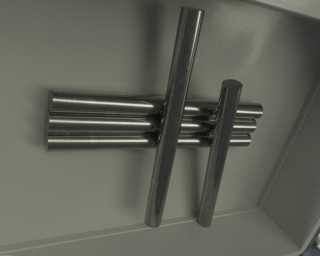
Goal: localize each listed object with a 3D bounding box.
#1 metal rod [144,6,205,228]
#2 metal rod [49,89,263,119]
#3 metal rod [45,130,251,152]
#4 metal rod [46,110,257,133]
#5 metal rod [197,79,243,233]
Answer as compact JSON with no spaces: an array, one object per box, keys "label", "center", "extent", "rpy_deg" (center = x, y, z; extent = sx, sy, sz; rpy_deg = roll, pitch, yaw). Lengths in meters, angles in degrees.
[{"label":"metal rod","center":[0.012,0.007,0.387],"extent":[0.025,0.025,0.298],"rpy_deg":[-5,121,-26]},{"label":"metal rod","center":[0.017,-0.028,0.401],"extent":[0.303,0.025,0.025],"rpy_deg":[1,118,-29]},{"label":"metal rod","center":[0.004,0.016,0.421],"extent":[0.303,0.025,0.025],"rpy_deg":[1,118,-29]},{"label":"metal rod","center":[0.010,-0.006,0.410],"extent":[0.303,0.025,0.025],"rpy_deg":[1,118,-29]},{"label":"metal rod","center":[0.083,0.063,0.468],"extent":[0.025,0.025,0.298],"rpy_deg":[-15,132,-20]}]
